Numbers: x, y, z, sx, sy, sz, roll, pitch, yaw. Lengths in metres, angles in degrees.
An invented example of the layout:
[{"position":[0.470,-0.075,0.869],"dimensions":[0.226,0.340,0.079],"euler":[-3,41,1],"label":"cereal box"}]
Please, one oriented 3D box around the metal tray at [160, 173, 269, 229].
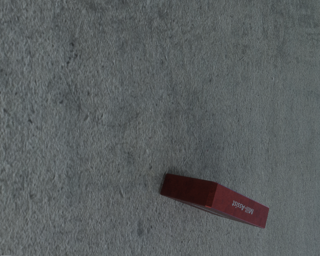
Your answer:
[{"position":[0.076,0.101,0.426],"dimensions":[0.131,0.090,0.030],"euler":[29,72,-36],"label":"metal tray"}]
